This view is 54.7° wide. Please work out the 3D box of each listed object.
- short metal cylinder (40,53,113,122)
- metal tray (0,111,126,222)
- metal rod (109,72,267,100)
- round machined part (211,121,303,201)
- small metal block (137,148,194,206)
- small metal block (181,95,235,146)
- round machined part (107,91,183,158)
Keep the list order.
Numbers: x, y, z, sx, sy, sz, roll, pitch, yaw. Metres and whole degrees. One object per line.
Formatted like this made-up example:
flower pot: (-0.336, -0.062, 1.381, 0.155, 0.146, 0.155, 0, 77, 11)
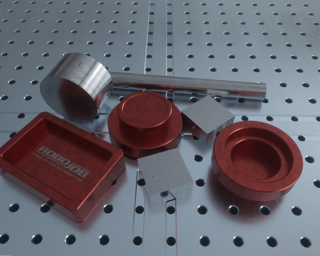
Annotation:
short metal cylinder: (-0.110, -0.053, 0.415, 0.080, 0.080, 0.050, 14, 51, 11)
metal tray: (-0.119, 0.040, 0.369, 0.130, 0.030, 0.090, 24, 54, 19)
metal rod: (0.002, -0.066, 0.462, 0.302, 0.025, 0.025, 5, 50, 4)
round machined part: (0.109, 0.041, 0.363, 0.099, 0.042, 0.098, 0, 50, 0)
small metal block: (0.005, 0.056, 0.361, 0.050, 0.025, 0.050, -15, 52, -12)
small metal block: (0.063, -0.011, 0.418, 0.050, 0.025, 0.050, -31, 57, -24)
round machined part: (-0.019, -0.011, 0.405, 0.099, 0.042, 0.098, 0, 47, 0)
